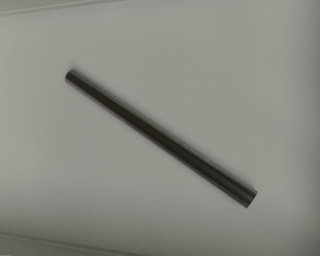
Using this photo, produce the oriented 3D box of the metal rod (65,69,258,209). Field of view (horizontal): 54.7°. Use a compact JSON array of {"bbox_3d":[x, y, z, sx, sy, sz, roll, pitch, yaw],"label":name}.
[{"bbox_3d":[-0.010,0.005,0.411,0.300,0.025,0.025,34,101,16],"label":"metal rod"}]
